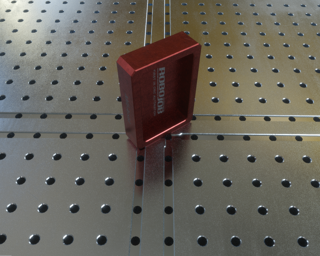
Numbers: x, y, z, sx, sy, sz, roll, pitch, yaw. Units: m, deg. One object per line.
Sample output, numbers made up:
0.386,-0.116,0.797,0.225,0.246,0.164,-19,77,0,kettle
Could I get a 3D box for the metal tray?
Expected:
0.000,-0.041,0.374,0.091,0.129,0.030,-28,56,-22,metal tray
